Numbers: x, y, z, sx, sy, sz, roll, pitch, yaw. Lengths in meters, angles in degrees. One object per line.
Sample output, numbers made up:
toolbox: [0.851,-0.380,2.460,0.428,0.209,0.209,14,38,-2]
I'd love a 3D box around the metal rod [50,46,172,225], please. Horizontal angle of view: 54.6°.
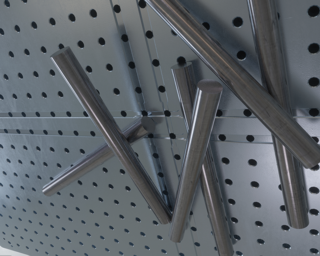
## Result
metal rod: [-0.052,0.029,0.424,0.025,0.025,0.299,-8,125,32]

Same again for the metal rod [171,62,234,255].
metal rod: [0.063,0.059,0.415,0.025,0.025,0.299,-2,118,29]

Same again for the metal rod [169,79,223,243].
metal rod: [0.038,0.067,0.405,0.025,0.025,0.298,21,135,16]

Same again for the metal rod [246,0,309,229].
metal rod: [0.130,-0.012,0.335,0.025,0.025,0.299,-5,116,30]

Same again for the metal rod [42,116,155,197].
metal rod: [-0.115,0.058,0.508,0.299,0.025,0.025,-32,101,38]

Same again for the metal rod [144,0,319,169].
metal rod: [0.052,-0.077,0.315,0.300,0.025,0.025,47,129,3]
